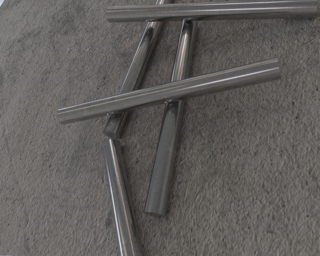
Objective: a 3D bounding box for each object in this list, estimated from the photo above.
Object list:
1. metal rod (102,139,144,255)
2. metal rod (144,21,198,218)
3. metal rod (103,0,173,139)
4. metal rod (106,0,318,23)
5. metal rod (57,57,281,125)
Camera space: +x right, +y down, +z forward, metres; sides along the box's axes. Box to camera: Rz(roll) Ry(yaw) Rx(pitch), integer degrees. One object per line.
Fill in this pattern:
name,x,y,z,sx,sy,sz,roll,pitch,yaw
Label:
metal rod,-0.031,0.137,0.335,0.025,0.025,0.299,-26,52,12
metal rod,0.020,-0.034,0.414,0.025,0.025,0.300,-3,60,27
metal rod,-0.025,-0.122,0.491,0.025,0.025,0.300,4,64,30
metal rod,0.059,-0.168,0.447,0.301,0.025,0.025,6,65,21
metal rod,-0.005,-0.042,0.398,0.300,0.025,0.025,-10,57,22
